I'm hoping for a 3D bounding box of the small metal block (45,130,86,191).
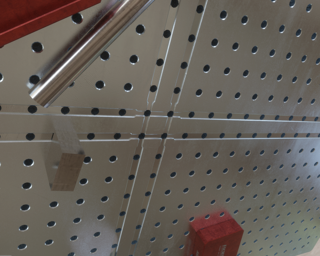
[{"bbox_3d":[-0.111,0.037,0.357,0.025,0.050,0.050,9,114,-33],"label":"small metal block"}]

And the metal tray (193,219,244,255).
[{"bbox_3d":[0.112,0.250,0.624,0.091,0.030,0.129,-9,123,-24],"label":"metal tray"}]

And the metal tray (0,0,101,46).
[{"bbox_3d":[-0.126,-0.127,0.259,0.131,0.030,0.090,-29,128,-10],"label":"metal tray"}]

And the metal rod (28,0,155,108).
[{"bbox_3d":[-0.020,-0.134,0.316,0.300,0.025,0.025,-44,129,2],"label":"metal rod"}]
